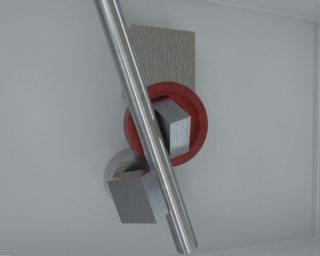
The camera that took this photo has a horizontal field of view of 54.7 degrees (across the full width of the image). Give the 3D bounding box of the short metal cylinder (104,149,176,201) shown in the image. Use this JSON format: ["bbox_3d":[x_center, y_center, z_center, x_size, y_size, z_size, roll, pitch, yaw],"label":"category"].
[{"bbox_3d":[-0.026,0.066,0.388,0.081,0.050,0.079,0,90,-21],"label":"short metal cylinder"}]

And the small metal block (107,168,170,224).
[{"bbox_3d":[-0.023,0.074,0.333,0.025,0.050,0.050,-26,100,-52],"label":"small metal block"}]

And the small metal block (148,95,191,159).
[{"bbox_3d":[0.009,-0.002,0.349,0.025,0.050,0.050,-20,132,-23],"label":"small metal block"}]

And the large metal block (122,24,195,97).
[{"bbox_3d":[-0.003,-0.080,0.394,0.081,0.050,0.079,0,90,-21],"label":"large metal block"}]

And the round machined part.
[{"bbox_3d":[0.004,-0.004,0.371,0.099,0.042,0.097,0,90,-21],"label":"round machined part"}]

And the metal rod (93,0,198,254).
[{"bbox_3d":[-0.015,-0.007,0.330,0.025,0.025,0.298,-20,97,-19],"label":"metal rod"}]
